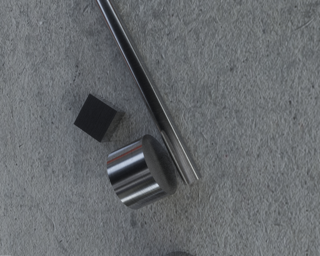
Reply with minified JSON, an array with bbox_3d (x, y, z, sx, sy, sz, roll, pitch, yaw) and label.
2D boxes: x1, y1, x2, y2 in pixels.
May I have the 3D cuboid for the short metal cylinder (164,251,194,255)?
[{"bbox_3d":[0.021,0.204,0.388,0.080,0.050,0.079,0,90,19],"label":"short metal cylinder"}]

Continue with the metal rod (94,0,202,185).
[{"bbox_3d":[-0.023,-0.065,0.416,0.025,0.025,0.299,-29,81,17],"label":"metal rod"}]

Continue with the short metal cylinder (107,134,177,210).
[{"bbox_3d":[-0.021,0.054,0.386,0.050,0.080,0.080,-27,81,18],"label":"short metal cylinder"}]

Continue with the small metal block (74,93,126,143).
[{"bbox_3d":[-0.085,-0.014,0.438,0.050,0.025,0.050,33,100,16],"label":"small metal block"}]
